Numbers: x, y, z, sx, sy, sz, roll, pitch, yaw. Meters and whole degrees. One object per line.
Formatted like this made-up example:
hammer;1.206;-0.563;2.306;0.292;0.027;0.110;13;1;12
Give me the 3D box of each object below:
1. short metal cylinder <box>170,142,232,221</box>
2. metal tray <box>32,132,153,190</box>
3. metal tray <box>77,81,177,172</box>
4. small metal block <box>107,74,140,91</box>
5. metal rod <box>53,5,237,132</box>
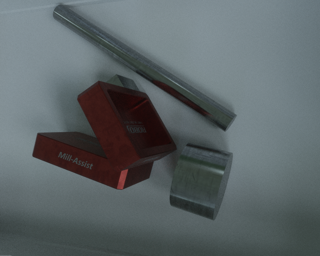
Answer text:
short metal cylinder;0.050;0.061;0.363;0.050;0.080;0.079;15;95;19
metal tray;-0.084;0.037;0.404;0.130;0.090;0.030;17;96;19
metal tray;-0.031;-0.002;0.365;0.030;0.130;0.090;-32;80;17
small metal block;-0.060;-0.044;0.417;0.050;0.050;0.025;-34;79;16
metal rod;-0.031;-0.089;0.420;0.300;0.025;0.025;35;101;16
